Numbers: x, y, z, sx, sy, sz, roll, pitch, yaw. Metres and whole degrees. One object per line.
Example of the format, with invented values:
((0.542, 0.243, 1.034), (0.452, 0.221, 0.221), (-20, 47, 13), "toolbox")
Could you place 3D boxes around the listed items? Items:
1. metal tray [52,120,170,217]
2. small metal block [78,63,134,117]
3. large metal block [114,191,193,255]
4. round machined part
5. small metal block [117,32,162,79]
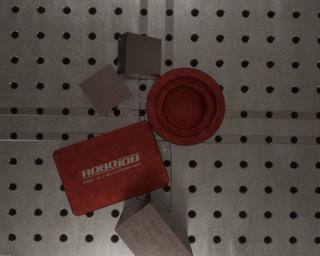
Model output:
((-0.063, 0.051, 0.410), (0.131, 0.030, 0.090), (-19, 90, -1), "metal tray")
((-0.071, -0.049, 0.412), (0.050, 0.025, 0.050), (-34, 91, 0), "small metal block")
((-0.007, 0.130, 0.386), (0.050, 0.080, 0.080), (-38, 90, 0), "large metal block")
((0.031, -0.026, 0.404), (0.099, 0.042, 0.097), (0, 89, -3), "round machined part")
((-0.027, -0.092, 0.402), (0.050, 0.025, 0.050), (2, 90, -32), "small metal block")
